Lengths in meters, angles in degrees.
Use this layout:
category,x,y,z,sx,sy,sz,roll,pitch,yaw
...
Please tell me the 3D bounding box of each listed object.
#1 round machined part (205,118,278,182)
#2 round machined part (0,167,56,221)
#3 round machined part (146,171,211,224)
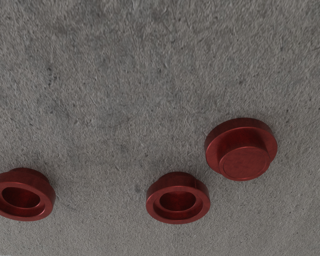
category,x,y,z,sx,sy,sz,roll,pitch,yaw
round machined part,0.113,0.036,0.428,0.099,0.042,0.097,0,130,0
round machined part,-0.211,0.099,0.478,0.099,0.042,0.097,0,130,0
round machined part,0.028,0.106,0.486,0.099,0.042,0.097,0,130,0
